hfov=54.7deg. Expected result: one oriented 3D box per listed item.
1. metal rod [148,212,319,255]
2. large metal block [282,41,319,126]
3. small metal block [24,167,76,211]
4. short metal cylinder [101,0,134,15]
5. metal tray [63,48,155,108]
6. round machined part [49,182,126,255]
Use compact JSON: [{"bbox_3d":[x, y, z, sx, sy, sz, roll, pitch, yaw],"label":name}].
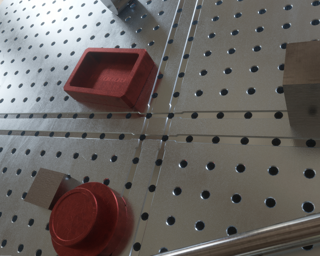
[{"bbox_3d":[0.062,0.119,0.301,0.301,0.025,0.025,-21,54,15],"label":"metal rod"},{"bbox_3d":[0.171,-0.042,0.309,0.080,0.080,0.050,1,63,28],"label":"large metal block"},{"bbox_3d":[-0.153,0.087,0.433,0.050,0.025,0.050,7,65,31],"label":"small metal block"},{"bbox_3d":[-0.088,-0.260,0.577,0.050,0.080,0.080,-45,51,-3],"label":"short metal cylinder"},{"bbox_3d":[-0.084,-0.084,0.498,0.130,0.030,0.090,10,67,32],"label":"metal tray"},{"bbox_3d":[-0.094,0.112,0.376,0.098,0.042,0.098,-13,56,20],"label":"round machined part"}]
